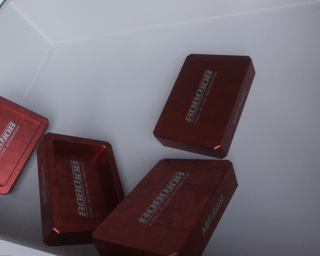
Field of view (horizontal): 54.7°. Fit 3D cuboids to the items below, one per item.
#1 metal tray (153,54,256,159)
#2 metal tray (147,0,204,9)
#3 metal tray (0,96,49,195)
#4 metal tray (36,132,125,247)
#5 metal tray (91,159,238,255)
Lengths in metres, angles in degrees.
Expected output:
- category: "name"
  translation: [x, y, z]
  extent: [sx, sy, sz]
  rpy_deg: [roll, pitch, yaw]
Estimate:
- category: "metal tray"
  translation: [0.057, -0.033, 0.392]
  extent: [0.090, 0.030, 0.130]
  rpy_deg: [11, 67, 32]
- category: "metal tray"
  translation: [0.045, -0.260, 0.540]
  extent: [0.130, 0.030, 0.090]
  rpy_deg: [2, 63, 29]
- category: "metal tray"
  translation: [-0.243, 0.026, 0.474]
  extent: [0.130, 0.090, 0.030]
  rpy_deg: [-67, 13, -20]
- category: "metal tray"
  translation: [-0.092, 0.069, 0.366]
  extent: [0.030, 0.091, 0.130]
  rpy_deg: [-51, 44, 32]
- category: "metal tray"
  translation: [0.010, 0.077, 0.298]
  extent: [0.090, 0.030, 0.131]
  rpy_deg: [-3, 26, 35]
